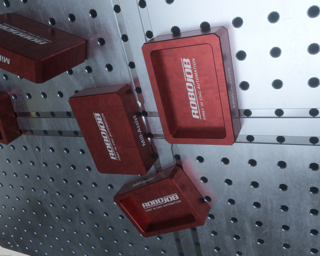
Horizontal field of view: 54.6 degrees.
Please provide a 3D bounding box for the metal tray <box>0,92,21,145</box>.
[{"bbox_3d":[-0.323,-0.027,0.562,0.130,0.030,0.089,13,124,21],"label":"metal tray"}]

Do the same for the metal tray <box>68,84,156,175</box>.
[{"bbox_3d":[-0.068,0.006,0.448,0.090,0.030,0.129,-3,117,29],"label":"metal tray"}]

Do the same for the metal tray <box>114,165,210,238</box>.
[{"bbox_3d":[0.000,0.118,0.481,0.130,0.030,0.090,-27,104,37],"label":"metal tray"}]

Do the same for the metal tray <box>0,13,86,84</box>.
[{"bbox_3d":[-0.174,-0.106,0.396,0.130,0.090,0.030,23,127,14],"label":"metal tray"}]

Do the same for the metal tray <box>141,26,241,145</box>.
[{"bbox_3d":[0.039,-0.043,0.360,0.090,0.030,0.129,0,119,28],"label":"metal tray"}]
